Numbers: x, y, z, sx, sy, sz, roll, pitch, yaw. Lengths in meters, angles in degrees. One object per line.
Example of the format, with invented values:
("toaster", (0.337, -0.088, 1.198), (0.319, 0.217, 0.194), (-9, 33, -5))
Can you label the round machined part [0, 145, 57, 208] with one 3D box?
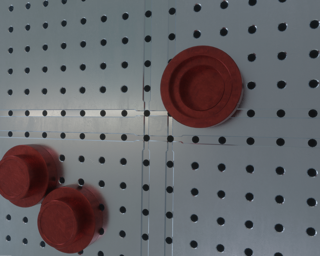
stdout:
("round machined part", (-0.214, 0.075, 0.480), (0.098, 0.042, 0.097), (0, 90, 20))

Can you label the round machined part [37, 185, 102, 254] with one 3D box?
("round machined part", (-0.138, 0.135, 0.453), (0.098, 0.042, 0.097), (0, 90, 20))

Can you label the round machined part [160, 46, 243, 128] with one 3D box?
("round machined part", (0.054, -0.049, 0.385), (0.098, 0.042, 0.097), (0, 90, 20))
